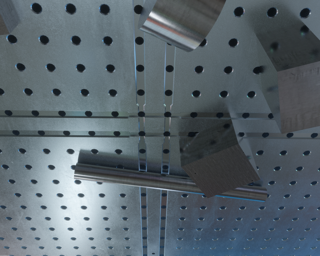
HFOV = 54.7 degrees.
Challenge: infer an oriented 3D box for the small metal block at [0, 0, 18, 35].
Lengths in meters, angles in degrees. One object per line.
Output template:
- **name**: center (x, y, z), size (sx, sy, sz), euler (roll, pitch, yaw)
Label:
- **small metal block**: center (-0.180, -0.119, 0.308), size (0.050, 0.025, 0.050), euler (-6, 130, 4)

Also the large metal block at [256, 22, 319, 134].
- **large metal block**: center (0.142, -0.054, 0.332), size (0.050, 0.080, 0.080), euler (-13, 129, 11)

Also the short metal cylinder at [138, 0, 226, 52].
- **short metal cylinder**: center (0.020, -0.116, 0.277), size (0.050, 0.080, 0.079), euler (21, 127, -17)

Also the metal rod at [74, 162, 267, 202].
- **metal rod**: center (0.021, 0.086, 0.485), size (0.302, 0.025, 0.025), euler (9, 130, -8)

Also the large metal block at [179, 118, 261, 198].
- **large metal block**: center (0.083, 0.045, 0.435), size (0.080, 0.050, 0.080), euler (-25, 126, 19)
